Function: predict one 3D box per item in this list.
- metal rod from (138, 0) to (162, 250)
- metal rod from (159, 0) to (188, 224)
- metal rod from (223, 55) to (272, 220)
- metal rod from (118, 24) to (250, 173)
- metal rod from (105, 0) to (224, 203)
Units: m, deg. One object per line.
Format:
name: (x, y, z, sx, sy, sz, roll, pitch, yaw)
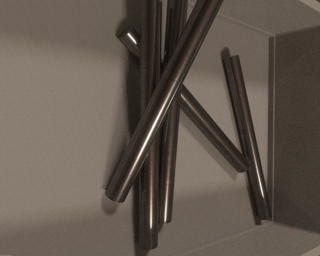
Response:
metal rod: (-0.013, 0.002, 0.378, 0.025, 0.025, 0.298, -5, 100, -40)
metal rod: (0.013, -0.026, 0.393, 0.025, 0.025, 0.298, -2, 99, -40)
metal rod: (0.155, 0.024, 0.539, 0.025, 0.025, 0.298, -26, 106, -37)
metal rod: (0.050, -0.025, 0.450, 0.300, 0.025, 0.025, 45, 63, -31)
metal rod: (0.012, -0.051, 0.341, 0.025, 0.025, 0.298, 18, 102, -39)
